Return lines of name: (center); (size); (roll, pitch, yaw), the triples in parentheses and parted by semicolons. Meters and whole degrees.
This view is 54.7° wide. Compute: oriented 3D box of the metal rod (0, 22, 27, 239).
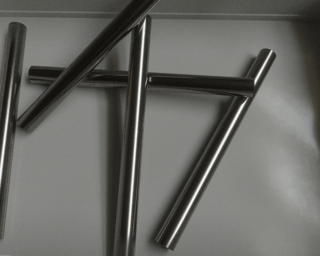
metal rod: (-0.204, -0.010, 0.411); (0.025, 0.025, 0.299); (-3, 70, -1)

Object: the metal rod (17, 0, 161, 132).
metal rod: (-0.071, -0.105, 0.388); (0.300, 0.025, 0.025); (-43, 75, 9)

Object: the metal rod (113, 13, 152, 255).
metal rod: (-0.032, 0.003, 0.380); (0.025, 0.025, 0.299); (3, 80, 1)

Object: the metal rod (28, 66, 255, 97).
metal rod: (-0.029, -0.064, 0.418); (0.302, 0.025, 0.025); (4, 70, 7)

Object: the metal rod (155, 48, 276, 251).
metal rod: (0.080, 0.015, 0.404); (0.025, 0.025, 0.300); (29, 72, 10)
